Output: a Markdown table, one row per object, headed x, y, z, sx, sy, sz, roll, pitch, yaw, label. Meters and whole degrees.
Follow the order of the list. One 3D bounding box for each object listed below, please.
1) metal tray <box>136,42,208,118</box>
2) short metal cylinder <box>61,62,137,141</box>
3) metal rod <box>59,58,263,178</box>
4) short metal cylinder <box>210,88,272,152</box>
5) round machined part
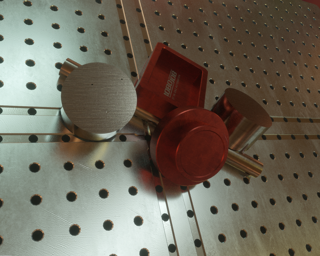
| x | y | z | sx | sy | sz | roll | pitch | yaw | label |
| --- | --- | --- | --- | --- | --- | --- | --- | --- | --- |
| 0.018 | -0.061 | 0.433 | 0.090 | 0.030 | 0.130 | 28 | 39 | -10 | metal tray |
| -0.072 | -0.028 | 0.355 | 0.081 | 0.050 | 0.080 | 4 | 77 | -18 | short metal cylinder |
| 0.009 | -0.008 | 0.418 | 0.301 | 0.025 | 0.025 | 28 | 52 | -11 | metal rod |
| 0.111 | -0.012 | 0.444 | 0.080 | 0.050 | 0.080 | 24 | 33 | -17 | short metal cylinder |
| 0.041 | 0.025 | 0.369 | 0.099 | 0.042 | 0.097 | -6 | 106 | -21 | round machined part |
